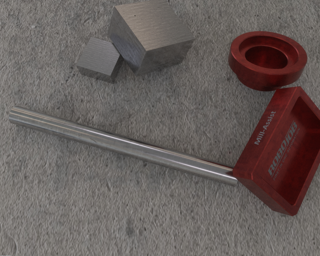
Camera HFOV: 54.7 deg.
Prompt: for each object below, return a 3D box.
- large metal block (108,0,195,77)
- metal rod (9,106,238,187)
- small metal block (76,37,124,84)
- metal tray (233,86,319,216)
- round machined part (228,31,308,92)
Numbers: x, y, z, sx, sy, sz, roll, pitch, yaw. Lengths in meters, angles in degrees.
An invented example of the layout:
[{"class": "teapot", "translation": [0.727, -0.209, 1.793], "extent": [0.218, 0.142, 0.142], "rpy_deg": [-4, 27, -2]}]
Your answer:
[{"class": "large metal block", "translation": [-0.013, -0.126, 0.427], "extent": [0.081, 0.050, 0.080], "rpy_deg": [-23, 70, -31]}, {"class": "metal rod", "translation": [-0.049, 0.022, 0.399], "extent": [0.301, 0.025, 0.025], "rpy_deg": [15, 71, 5]}, {"class": "small metal block", "translation": [-0.083, -0.097, 0.443], "extent": [0.050, 0.025, 0.050], "rpy_deg": [18, 71, 6]}, {"class": "metal tray", "translation": [0.152, 0.026, 0.372], "extent": [0.090, 0.030, 0.130], "rpy_deg": [41, 71, -23]}, {"class": "round machined part", "translation": [0.142, -0.087, 0.421], "extent": [0.099, 0.042, 0.098], "rpy_deg": [1, 48, 0]}]
